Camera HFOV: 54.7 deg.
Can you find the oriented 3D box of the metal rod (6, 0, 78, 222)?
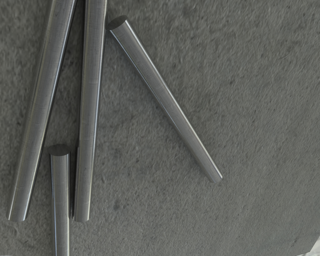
[{"bbox_3d":[-0.125,-0.024,0.324,0.025,0.025,0.298,7,115,-32],"label":"metal rod"}]

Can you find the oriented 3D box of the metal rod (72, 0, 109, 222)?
[{"bbox_3d":[-0.083,-0.011,0.355,0.025,0.025,0.298,-4,120,-27],"label":"metal rod"}]

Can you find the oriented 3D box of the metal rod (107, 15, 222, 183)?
[{"bbox_3d":[0.023,-0.014,0.412,0.025,0.025,0.300,-38,130,-3],"label":"metal rod"}]

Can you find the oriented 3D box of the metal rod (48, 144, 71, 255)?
[{"bbox_3d":[-0.137,0.156,0.429,0.025,0.025,0.298,-6,121,-26],"label":"metal rod"}]
